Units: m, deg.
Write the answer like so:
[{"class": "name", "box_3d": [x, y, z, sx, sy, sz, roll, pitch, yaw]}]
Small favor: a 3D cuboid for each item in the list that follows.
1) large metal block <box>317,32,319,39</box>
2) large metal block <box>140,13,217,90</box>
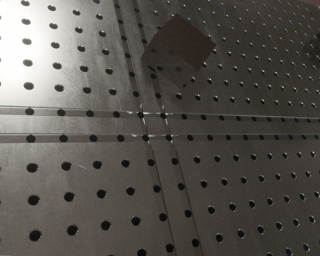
[{"class": "large metal block", "box_3d": [0.457, -0.217, 0.776, 0.081, 0.050, 0.080, -4, 64, -30]}, {"class": "large metal block", "box_3d": [0.030, -0.119, 0.483, 0.080, 0.050, 0.080, 37, 51, -4]}]
